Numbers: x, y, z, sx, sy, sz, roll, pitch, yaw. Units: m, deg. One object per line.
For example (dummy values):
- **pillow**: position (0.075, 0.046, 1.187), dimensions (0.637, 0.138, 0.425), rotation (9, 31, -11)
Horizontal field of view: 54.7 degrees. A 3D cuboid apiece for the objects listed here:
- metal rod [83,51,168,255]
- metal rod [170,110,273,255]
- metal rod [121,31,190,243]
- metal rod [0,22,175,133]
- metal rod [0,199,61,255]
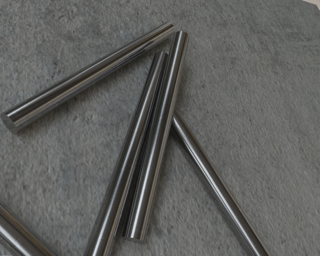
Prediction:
- **metal rod**: position (-0.029, 0.010, 0.383), dimensions (0.025, 0.025, 0.300), rotation (25, 53, -13)
- **metal rod**: position (0.092, 0.107, 0.390), dimensions (0.025, 0.025, 0.299), rotation (-22, 74, -36)
- **metal rod**: position (0.003, -0.011, 0.394), dimensions (0.025, 0.025, 0.300), rotation (22, 59, -15)
- **metal rod**: position (-0.072, -0.084, 0.417), dimensions (0.025, 0.025, 0.302), rotation (45, 51, 3)
- **metal rod**: position (-0.139, 0.086, 0.276), dimensions (0.300, 0.025, 0.025), rotation (42, 51, 1)
